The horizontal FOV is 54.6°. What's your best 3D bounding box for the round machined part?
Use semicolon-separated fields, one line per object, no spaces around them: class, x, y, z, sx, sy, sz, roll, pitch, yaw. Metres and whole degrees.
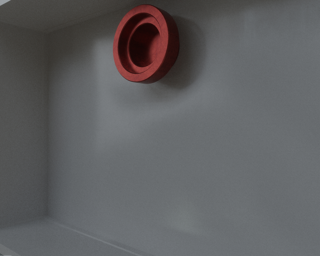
round machined part;-0.013;-0.107;0.408;0.098;0.042;0.097;0;90;40
